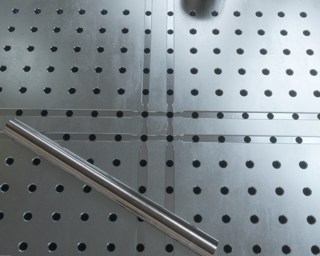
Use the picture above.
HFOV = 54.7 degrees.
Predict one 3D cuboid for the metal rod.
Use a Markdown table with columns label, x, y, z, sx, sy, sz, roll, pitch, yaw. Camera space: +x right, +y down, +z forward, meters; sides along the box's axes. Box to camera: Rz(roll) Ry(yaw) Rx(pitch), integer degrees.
| label | x | y | z | sx | sy | sz | roll | pitch | yaw |
| --- | --- | --- | --- | --- | --- | --- | --- | --- | --- |
| metal rod | -0.068 | 0.070 | 0.385 | 0.301 | 0.025 | 0.025 | 29 | 73 | 10 |
